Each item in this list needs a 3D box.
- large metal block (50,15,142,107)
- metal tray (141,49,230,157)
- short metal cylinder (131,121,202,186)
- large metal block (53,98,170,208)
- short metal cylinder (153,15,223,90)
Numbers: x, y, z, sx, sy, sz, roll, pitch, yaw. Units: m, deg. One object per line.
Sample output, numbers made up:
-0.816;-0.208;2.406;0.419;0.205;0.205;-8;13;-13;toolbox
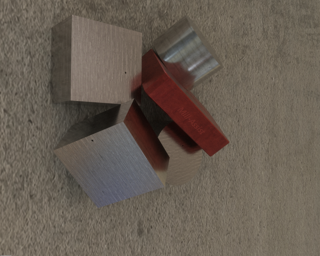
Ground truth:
-0.067;-0.065;0.331;0.081;0.050;0.080;1;90;-40;large metal block
0.027;-0.031;0.388;0.030;0.090;0.130;-40;122;12;metal tray
0.008;0.030;0.398;0.081;0.050;0.080;0;90;-40;short metal cylinder
-0.046;0.027;0.323;0.080;0.080;0.050;60;21;-23;large metal block
0.037;-0.095;0.394;0.080;0.050;0.080;46;22;-24;short metal cylinder
